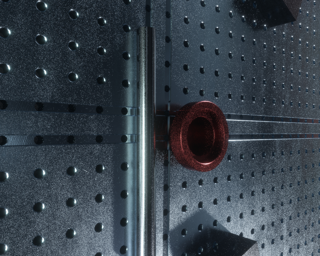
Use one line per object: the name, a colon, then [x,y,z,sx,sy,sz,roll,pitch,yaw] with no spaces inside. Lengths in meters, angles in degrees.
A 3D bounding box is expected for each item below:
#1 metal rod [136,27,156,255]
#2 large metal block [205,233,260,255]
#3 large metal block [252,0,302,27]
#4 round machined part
metal rod: [-0.018,0.024,0.394,0.025,0.025,0.298,0,90,-40]
large metal block: [0.117,0.229,0.492,0.081,0.050,0.080,-22,104,-38]
large metal block: [0.222,-0.251,0.579,0.080,0.050,0.080,35,69,-35]
round machined part: [0.051,0.011,0.441,0.099,0.042,0.097,0,90,-40]
